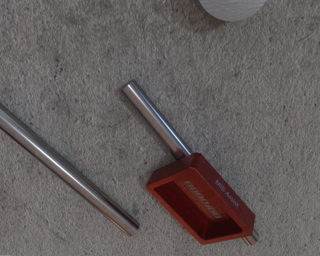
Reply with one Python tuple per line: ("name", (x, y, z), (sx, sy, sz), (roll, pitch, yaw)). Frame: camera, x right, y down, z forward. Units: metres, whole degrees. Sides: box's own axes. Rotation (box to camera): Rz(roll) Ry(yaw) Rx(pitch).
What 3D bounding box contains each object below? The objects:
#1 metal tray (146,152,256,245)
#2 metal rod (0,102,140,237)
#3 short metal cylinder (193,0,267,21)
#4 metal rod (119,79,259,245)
("metal tray", (0.055, 0.101, 0.423), (0.090, 0.030, 0.130), (-30, 108, 38))
("metal rod", (-0.141, 0.050, 0.426), (0.025, 0.025, 0.300), (-41, 105, 13))
("short metal cylinder", (0.076, -0.159, 0.339), (0.081, 0.050, 0.079), (0, 110, 0))
("metal rod", (0.049, 0.057, 0.431), (0.025, 0.025, 0.300), (-36, 107, 12))
